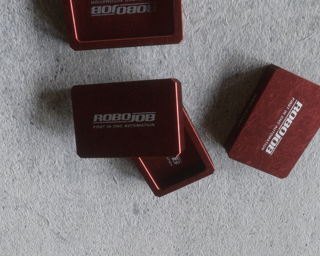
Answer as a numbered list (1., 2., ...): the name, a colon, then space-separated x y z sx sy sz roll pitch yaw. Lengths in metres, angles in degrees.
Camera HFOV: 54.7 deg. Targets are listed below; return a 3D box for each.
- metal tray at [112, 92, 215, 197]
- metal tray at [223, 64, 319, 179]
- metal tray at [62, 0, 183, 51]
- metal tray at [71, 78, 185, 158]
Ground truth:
1. metal tray: 0.005 0.020 0.414 0.090 0.030 0.130 -26 108 9
2. metal tray: 0.154 -0.006 0.406 0.090 0.030 0.129 22 108 -8
3. metal tray: -0.041 -0.140 0.354 0.131 0.030 0.089 -4 110 1
4. metal tray: -0.039 -0.011 0.376 0.130 0.030 0.089 -2 96 14
